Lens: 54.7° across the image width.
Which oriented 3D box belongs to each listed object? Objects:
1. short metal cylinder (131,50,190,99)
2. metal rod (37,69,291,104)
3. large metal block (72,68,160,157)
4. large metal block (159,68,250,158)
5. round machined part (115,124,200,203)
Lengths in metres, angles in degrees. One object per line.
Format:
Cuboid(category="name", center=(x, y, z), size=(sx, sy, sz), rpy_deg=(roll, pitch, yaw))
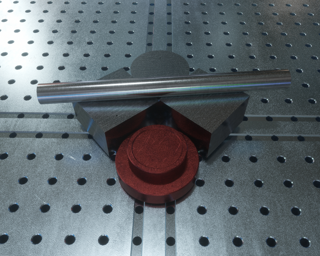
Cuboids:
Cuboid(category="short metal cylinder", center=(0.000, -0.066, 0.442), size=(0.081, 0.050, 0.080), rpy_deg=(0, 50, 0))
Cuboid(category="metal rod", center=(0.007, -0.051, 0.378), size=(0.302, 0.025, 0.025), rpy_deg=(-4, 50, -3))
Cuboid(category="large metal block", center=(-0.058, -0.023, 0.405), size=(0.081, 0.050, 0.080), rpy_deg=(-32, 59, -25))
Cuboid(category="large metal block", center=(0.055, -0.022, 0.402), size=(0.080, 0.050, 0.080), rpy_deg=(35, 59, 25))
Cuboid(category="round machined part", center=(-0.003, 0.034, 0.362), size=(0.099, 0.042, 0.098), rpy_deg=(0, 50, 0))
